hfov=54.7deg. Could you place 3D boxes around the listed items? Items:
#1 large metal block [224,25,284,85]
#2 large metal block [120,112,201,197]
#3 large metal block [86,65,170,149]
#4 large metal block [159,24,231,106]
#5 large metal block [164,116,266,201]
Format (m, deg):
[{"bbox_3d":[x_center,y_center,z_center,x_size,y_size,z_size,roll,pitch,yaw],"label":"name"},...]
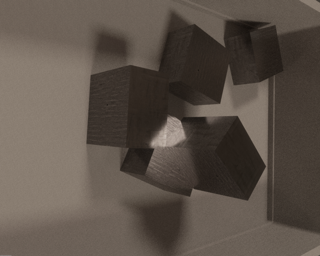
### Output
[{"bbox_3d":[0.161,-0.124,0.528,0.081,0.050,0.080,-26,107,-37],"label":"large metal block"},{"bbox_3d":[0.008,0.034,0.399,0.080,0.050,0.080,32,70,-36],"label":"large metal block"},{"bbox_3d":[-0.037,-0.020,0.341,0.050,0.080,0.080,5,87,-40],"label":"large metal block"},{"bbox_3d":[0.048,-0.084,0.433,0.080,0.050,0.080,23,76,-38],"label":"large metal block"},{"bbox_3d":[0.062,0.033,0.360,0.050,0.080,0.080,-51,121,-28],"label":"large metal block"}]
